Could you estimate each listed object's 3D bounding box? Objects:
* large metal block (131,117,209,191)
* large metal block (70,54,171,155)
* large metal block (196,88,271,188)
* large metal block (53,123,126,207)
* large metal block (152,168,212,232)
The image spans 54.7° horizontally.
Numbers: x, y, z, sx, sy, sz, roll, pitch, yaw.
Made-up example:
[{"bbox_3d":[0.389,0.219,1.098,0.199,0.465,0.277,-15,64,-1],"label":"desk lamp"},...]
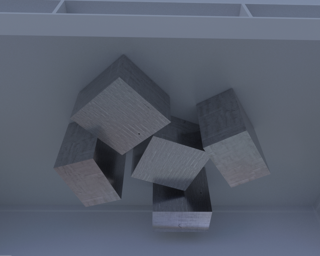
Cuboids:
[{"bbox_3d":[0.013,0.033,0.419,0.081,0.050,0.079,17,128,-15],"label":"large metal block"},{"bbox_3d":[-0.044,-0.025,0.368,0.080,0.050,0.080,-35,123,25],"label":"large metal block"},{"bbox_3d":[0.089,0.012,0.382,0.050,0.080,0.080,-25,126,19],"label":"large metal block"},{"bbox_3d":[-0.086,0.043,0.407,0.050,0.080,0.080,-15,129,12],"label":"large metal block"},{"bbox_3d":[0.030,0.106,0.462,0.081,0.080,0.050,1,130,-1],"label":"large metal block"}]
